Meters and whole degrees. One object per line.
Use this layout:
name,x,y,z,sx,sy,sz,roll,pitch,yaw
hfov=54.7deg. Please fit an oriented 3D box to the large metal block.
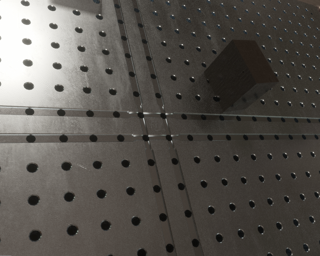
large metal block,0.126,-0.082,0.493,0.050,0.080,0.080,-9,66,-32
